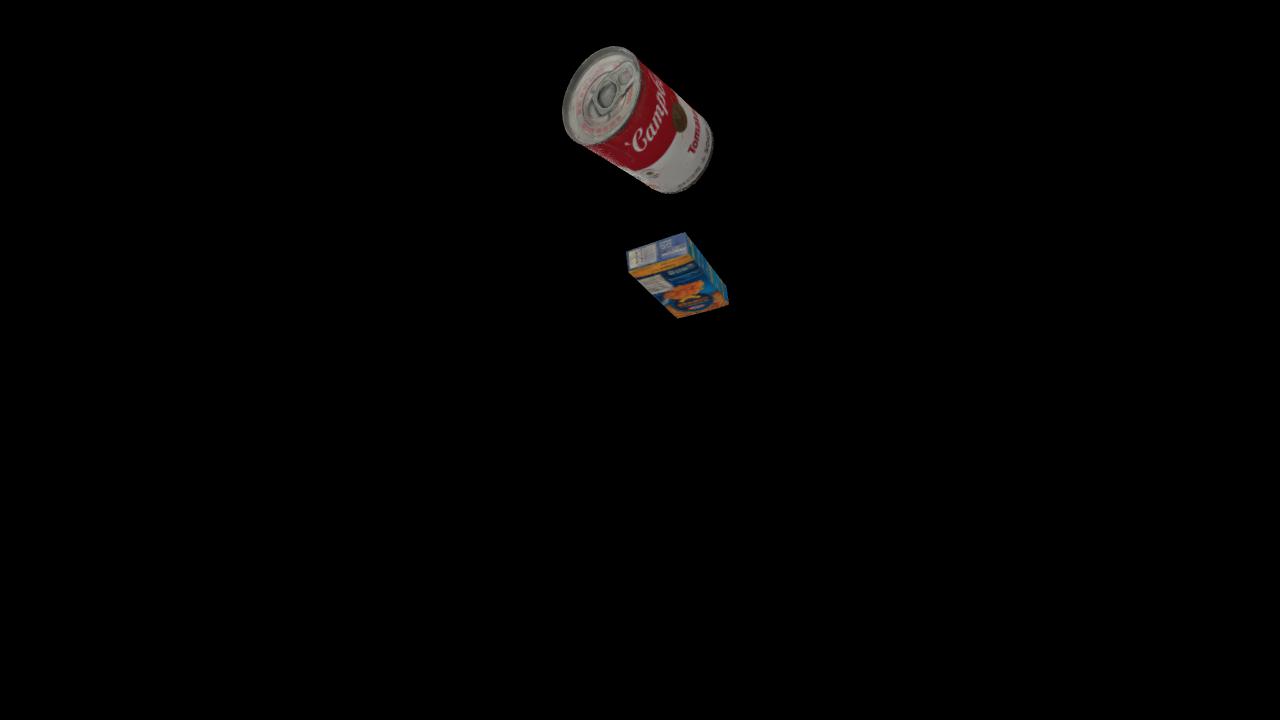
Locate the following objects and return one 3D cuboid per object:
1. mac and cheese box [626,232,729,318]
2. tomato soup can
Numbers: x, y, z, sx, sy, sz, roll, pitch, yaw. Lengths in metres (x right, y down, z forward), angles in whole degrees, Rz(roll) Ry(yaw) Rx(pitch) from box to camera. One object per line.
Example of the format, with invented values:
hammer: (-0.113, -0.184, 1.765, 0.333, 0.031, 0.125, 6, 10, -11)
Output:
mac and cheese box: (0.060, -0.119, 0.911, 0.093, 0.041, 0.184, -15, -23, 22)
tomato soup can: (0.002, -0.168, 0.447, 0.068, 0.068, 0.101, 0, -7, 35)
